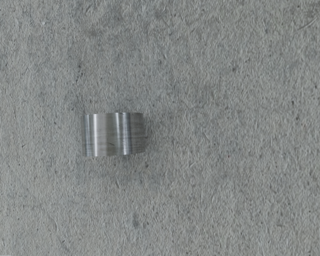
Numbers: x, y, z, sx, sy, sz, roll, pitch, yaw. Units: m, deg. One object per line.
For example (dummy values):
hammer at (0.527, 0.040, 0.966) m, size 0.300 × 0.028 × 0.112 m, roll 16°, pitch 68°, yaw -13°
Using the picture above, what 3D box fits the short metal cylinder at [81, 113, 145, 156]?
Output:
short metal cylinder at (-0.061, 0.008, 0.402) m, size 0.080 × 0.080 × 0.050 m, roll -4°, pitch 89°, yaw 20°
